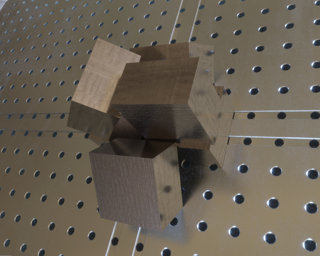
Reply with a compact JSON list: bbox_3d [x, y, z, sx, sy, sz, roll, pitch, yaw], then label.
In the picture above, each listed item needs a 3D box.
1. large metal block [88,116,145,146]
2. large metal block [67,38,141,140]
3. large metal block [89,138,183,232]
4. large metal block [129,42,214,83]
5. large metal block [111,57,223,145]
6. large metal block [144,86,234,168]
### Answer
[{"bbox_3d":[-0.036,-0.006,0.416,0.080,0.050,0.080,7,65,31],"label":"large metal block"},{"bbox_3d":[-0.067,-0.041,0.359,0.080,0.050,0.080,136,152,-63],"label":"large metal block"},{"bbox_3d":[-0.025,0.059,0.344,0.080,0.050,0.080,2,107,29],"label":"large metal block"},{"bbox_3d":[0.018,-0.080,0.404,0.080,0.080,0.050,2,101,29],"label":"large metal block"},{"bbox_3d":[0.011,-0.024,0.319,0.080,0.080,0.050,2,63,29],"label":"large metal block"},{"bbox_3d":[0.037,-0.002,0.374,0.080,0.050,0.080,3,63,29],"label":"large metal block"}]
